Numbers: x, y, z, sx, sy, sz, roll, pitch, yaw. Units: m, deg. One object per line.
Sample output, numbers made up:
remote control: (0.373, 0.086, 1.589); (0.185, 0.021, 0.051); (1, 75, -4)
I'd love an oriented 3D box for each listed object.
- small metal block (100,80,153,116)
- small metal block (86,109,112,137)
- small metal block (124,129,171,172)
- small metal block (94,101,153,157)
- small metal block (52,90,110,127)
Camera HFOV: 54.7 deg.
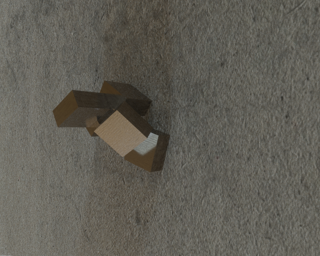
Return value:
small metal block: (-0.048, -0.041, 0.428); (0.050, 0.050, 0.025); (39, 114, 32)
small metal block: (-0.087, -0.014, 0.460); (0.025, 0.050, 0.050); (-52, 60, 27)
small metal block: (-0.018, 0.026, 0.419); (0.050, 0.025, 0.050); (21, 103, 37)
small metal block: (-0.046, 0.002, 0.394); (0.050, 0.025, 0.050); (44, 124, -12)
small metal block: (-0.103, -0.024, 0.408); (0.050, 0.050, 0.025); (-36, 68, 34)
